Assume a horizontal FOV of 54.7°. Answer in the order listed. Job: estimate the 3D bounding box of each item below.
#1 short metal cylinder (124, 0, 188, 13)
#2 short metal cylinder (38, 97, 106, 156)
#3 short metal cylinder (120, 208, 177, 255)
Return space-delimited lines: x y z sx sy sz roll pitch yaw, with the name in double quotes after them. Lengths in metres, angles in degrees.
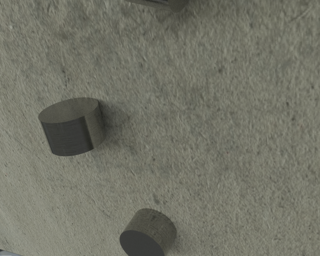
0.000 -0.150 0.278 0.050 0.080 0.079 20 126 16 "short metal cylinder"
-0.120 -0.004 0.430 0.080 0.080 0.050 5 121 25 "short metal cylinder"
-0.019 0.180 0.510 0.080 0.050 0.079 13 124 20 "short metal cylinder"
